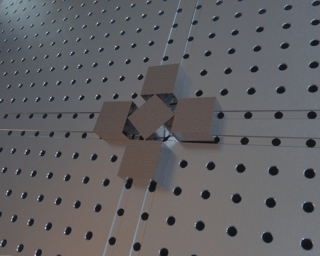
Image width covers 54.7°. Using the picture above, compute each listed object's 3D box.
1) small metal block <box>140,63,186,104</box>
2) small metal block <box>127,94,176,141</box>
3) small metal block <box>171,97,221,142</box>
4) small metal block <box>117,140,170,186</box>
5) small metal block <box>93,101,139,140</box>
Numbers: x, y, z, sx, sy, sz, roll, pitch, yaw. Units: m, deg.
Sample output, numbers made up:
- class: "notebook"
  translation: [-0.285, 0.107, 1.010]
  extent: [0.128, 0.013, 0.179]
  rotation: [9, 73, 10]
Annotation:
- class: "small metal block"
  translation: [0.005, -0.062, 0.442]
  extent: [0.050, 0.025, 0.050]
  rotation: [0, 61, 27]
- class: "small metal block"
  translation: [-0.008, -0.010, 0.417]
  extent: [0.050, 0.025, 0.050]
  rotation: [-41, 51, 0]
- class: "small metal block"
  translation: [0.046, -0.010, 0.389]
  extent: [0.050, 0.025, 0.050]
  rotation: [0, 62, 27]
- class: "small metal block"
  translation: [-0.020, 0.043, 0.391]
  extent: [0.050, 0.025, 0.050]
  rotation: [1, 62, 28]
- class: "small metal block"
  translation: [-0.061, -0.011, 0.445]
  extent: [0.050, 0.025, 0.050]
  rotation: [2, 62, 28]
